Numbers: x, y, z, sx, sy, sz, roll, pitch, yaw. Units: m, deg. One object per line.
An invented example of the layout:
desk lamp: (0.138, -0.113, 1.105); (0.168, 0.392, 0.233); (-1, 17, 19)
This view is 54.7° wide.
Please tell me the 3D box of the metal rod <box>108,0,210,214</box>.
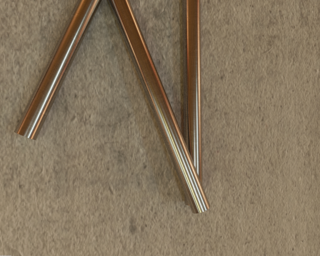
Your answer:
metal rod: (-0.001, -0.034, 0.395); (0.025, 0.025, 0.299); (-22, 93, -19)

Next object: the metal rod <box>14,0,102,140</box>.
metal rod: (-0.097, -0.128, 0.373); (0.025, 0.025, 0.299); (25, 82, -19)

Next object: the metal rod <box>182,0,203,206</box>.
metal rod: (0.045, -0.044, 0.426); (0.025, 0.025, 0.298); (-1, 90, -20)
